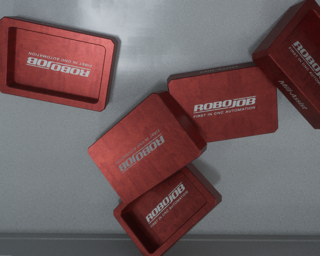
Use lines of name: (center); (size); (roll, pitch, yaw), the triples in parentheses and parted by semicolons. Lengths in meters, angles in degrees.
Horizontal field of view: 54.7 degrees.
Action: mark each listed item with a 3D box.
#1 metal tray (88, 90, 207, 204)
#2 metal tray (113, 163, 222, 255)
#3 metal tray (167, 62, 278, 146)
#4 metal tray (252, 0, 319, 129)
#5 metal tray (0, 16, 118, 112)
metal tray: (-0.019, 0.026, 0.388); (0.130, 0.030, 0.090); (-38, 86, 25)
metal tray: (0.007, 0.106, 0.423); (0.130, 0.030, 0.090); (-48, 70, 15)
metal tray: (0.080, -0.031, 0.398); (0.131, 0.030, 0.089); (-9, 110, 3)
metal tray: (0.181, -0.071, 0.363); (0.130, 0.030, 0.090); (43, 78, -14)
metal tray: (-0.124, -0.077, 0.378); (0.131, 0.030, 0.089); (11, 110, -4)
